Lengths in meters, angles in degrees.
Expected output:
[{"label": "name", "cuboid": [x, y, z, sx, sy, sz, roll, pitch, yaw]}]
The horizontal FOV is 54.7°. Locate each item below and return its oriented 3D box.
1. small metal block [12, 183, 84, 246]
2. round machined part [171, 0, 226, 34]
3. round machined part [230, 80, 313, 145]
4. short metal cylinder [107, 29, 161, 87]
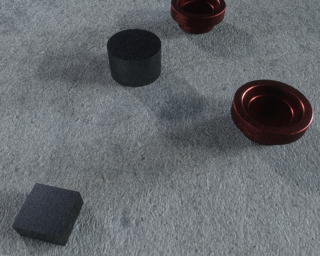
[{"label": "small metal block", "cuboid": [-0.116, 0.090, 0.326, 0.050, 0.025, 0.050, 10, 51, 8]}, {"label": "round machined part", "cuboid": [0.069, -0.210, 0.569, 0.099, 0.042, 0.098, 0, 50, 0]}, {"label": "round machined part", "cuboid": [0.142, -0.016, 0.408, 0.099, 0.042, 0.098, 0, 50, 0]}, {"label": "short metal cylinder", "cuboid": [-0.038, -0.109, 0.478, 0.081, 0.050, 0.080, 0, 50, 0]}]
